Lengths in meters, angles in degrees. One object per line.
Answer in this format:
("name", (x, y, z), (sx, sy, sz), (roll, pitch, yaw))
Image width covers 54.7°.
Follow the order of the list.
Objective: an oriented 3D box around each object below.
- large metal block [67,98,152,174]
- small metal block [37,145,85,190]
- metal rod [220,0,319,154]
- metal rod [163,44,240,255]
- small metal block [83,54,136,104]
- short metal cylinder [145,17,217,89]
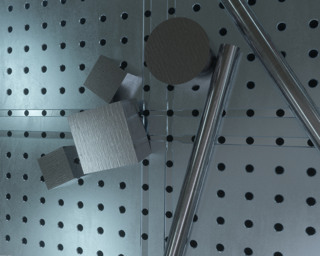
("large metal block", (-0.066, 0.010, 0.416), (0.080, 0.050, 0.080), (-14, 95, 19))
("small metal block", (-0.149, 0.060, 0.465), (0.050, 0.025, 0.050), (-25, 82, 18))
("metal rod", (0.127, -0.089, 0.367), (0.025, 0.025, 0.299), (-32, 80, 17))
("metal rod", (0.049, 0.044, 0.395), (0.025, 0.025, 0.298), (16, 95, 19))
("small metal block", (-0.072, -0.067, 0.438), (0.050, 0.025, 0.050), (36, 101, 16))
("short metal cylinder", (0.027, -0.091, 0.390), (0.080, 0.050, 0.080), (0, 90, 20))
